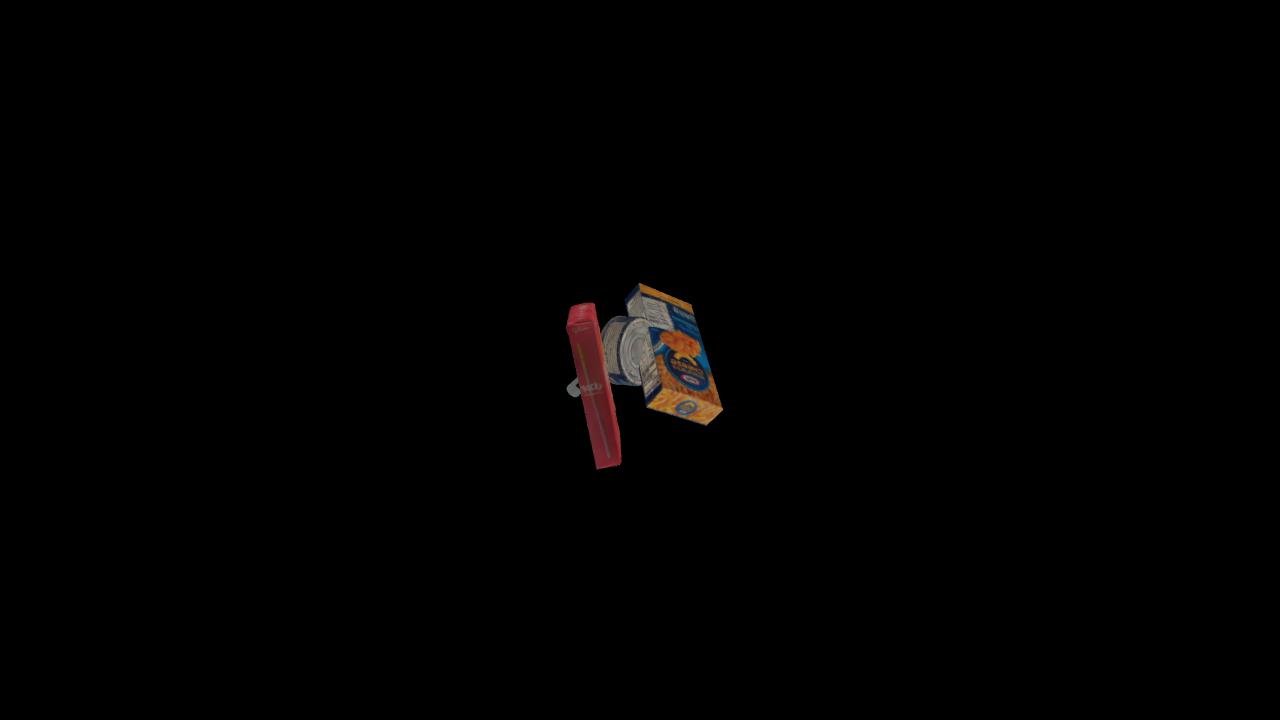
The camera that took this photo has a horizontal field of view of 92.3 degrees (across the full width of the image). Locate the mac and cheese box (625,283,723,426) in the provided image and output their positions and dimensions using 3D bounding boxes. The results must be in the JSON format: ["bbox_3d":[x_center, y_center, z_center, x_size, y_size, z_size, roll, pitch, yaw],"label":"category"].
[{"bbox_3d":[0.039,-0.011,0.764,0.093,0.184,0.041,20,-51,-31],"label":"mac and cheese box"}]

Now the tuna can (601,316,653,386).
[{"bbox_3d":[-0.011,-0.011,0.736,0.034,0.084,0.084,4,2,36],"label":"tuna can"}]

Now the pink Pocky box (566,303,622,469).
[{"bbox_3d":[-0.046,0.024,0.631,0.029,0.155,0.084,-10,17,-1],"label":"pink Pocky box"}]

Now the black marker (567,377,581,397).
[{"bbox_3d":[-0.046,0.002,0.750,0.121,0.020,0.020,-43,-21,25],"label":"black marker"}]
